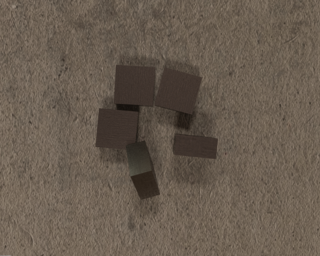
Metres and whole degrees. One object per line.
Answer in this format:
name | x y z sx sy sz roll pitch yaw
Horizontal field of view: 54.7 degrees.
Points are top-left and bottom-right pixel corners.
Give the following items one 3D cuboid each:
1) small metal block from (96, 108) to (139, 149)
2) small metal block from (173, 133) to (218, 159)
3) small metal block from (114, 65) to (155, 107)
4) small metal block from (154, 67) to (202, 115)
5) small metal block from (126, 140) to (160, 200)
small metal block | -0.055 0.002 0.409 0.050 0.025 0.050 5 90 -1
small metal block | 0.044 0.022 0.398 0.050 0.050 0.025 6 90 -1
small metal block | -0.033 -0.055 0.410 0.050 0.025 0.050 3 90 -1
small metal block | 0.024 -0.048 0.410 0.050 0.025 0.050 15 90 -1
small metal block | -0.021 0.053 0.387 0.025 0.050 0.050 -16 133 0
